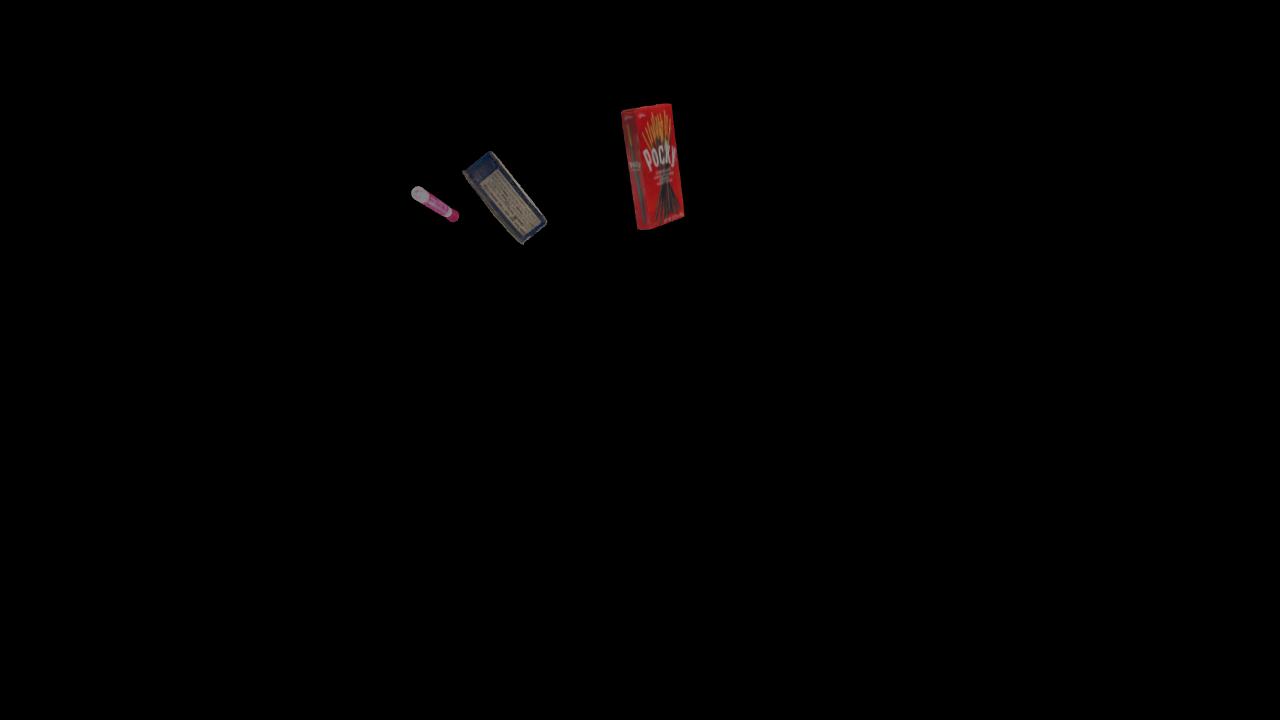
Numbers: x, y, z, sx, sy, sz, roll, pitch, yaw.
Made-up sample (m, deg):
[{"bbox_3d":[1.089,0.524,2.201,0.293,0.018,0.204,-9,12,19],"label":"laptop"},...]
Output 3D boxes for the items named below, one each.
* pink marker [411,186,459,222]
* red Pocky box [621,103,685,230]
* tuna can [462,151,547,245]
[{"bbox_3d":[-0.286,-0.218,0.868,0.020,0.020,0.121,0,-2,6],"label":"pink marker"},{"bbox_3d":[0.019,-0.260,0.831,0.028,0.155,0.083,11,30,39],"label":"red Pocky box"},{"bbox_3d":[-0.124,-0.151,0.572,0.034,0.084,0.084,-38,-1,2],"label":"tuna can"}]
